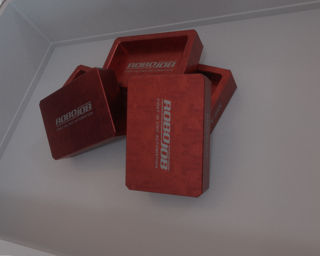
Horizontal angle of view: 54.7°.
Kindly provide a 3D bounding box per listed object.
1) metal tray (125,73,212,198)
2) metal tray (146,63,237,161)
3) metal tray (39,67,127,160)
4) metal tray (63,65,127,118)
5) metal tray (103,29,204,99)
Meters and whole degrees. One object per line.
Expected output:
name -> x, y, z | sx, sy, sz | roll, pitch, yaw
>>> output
metal tray -> 0.009, 0.007, 0.349 | 0.090, 0.030, 0.129 | 2, 91, 22
metal tray -> 0.029, -0.023, 0.398 | 0.090, 0.030, 0.130 | 21, 73, 35
metal tray -> -0.106, -0.016, 0.420 | 0.130, 0.030, 0.090 | -21, 82, 34
metal tray -> -0.102, -0.043, 0.476 | 0.130, 0.030, 0.090 | 21, 73, 35
metal tray -> -0.015, -0.084, 0.420 | 0.130, 0.030, 0.090 | 4, 63, 29
